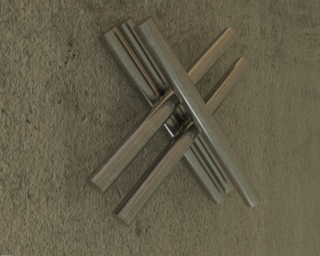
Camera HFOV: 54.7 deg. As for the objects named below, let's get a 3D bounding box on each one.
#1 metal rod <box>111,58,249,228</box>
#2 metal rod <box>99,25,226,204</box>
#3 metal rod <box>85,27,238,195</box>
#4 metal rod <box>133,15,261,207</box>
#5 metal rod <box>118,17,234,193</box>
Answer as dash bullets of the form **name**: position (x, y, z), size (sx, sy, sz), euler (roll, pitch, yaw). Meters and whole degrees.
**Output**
- **metal rod**: position (0.042, 0.001, 0.411), size (0.301, 0.025, 0.025), euler (-49, 120, -29)
- **metal rod**: position (0.016, -0.001, 0.422), size (0.025, 0.025, 0.299), euler (-50, 120, -29)
- **metal rod**: position (0.019, -0.040, 0.391), size (0.301, 0.025, 0.025), euler (-49, 120, -29)
- **metal rod**: position (0.060, -0.003, 0.393), size (0.025, 0.025, 0.299), euler (-51, 120, -28)
- **metal rod**: position (0.032, -0.015, 0.435), size (0.025, 0.025, 0.299), euler (-50, 120, -29)
